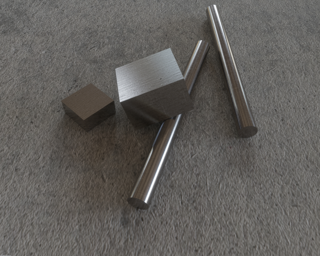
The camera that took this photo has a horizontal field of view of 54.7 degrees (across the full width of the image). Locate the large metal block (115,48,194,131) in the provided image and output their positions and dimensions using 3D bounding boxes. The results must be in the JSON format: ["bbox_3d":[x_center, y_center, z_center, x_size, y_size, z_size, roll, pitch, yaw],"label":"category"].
[{"bbox_3d":[-0.009,-0.053,0.410,0.080,0.050,0.080,-20,42,4],"label":"large metal block"}]

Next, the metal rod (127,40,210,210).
[{"bbox_3d":[0.024,-0.027,0.426,0.025,0.025,0.300,15,51,11],"label":"metal rod"}]

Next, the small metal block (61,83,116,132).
[{"bbox_3d":[-0.098,-0.029,0.426,0.050,0.025,0.050,37,59,26],"label":"small metal block"}]

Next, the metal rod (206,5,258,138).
[{"bbox_3d":[0.107,-0.109,0.496,0.025,0.025,0.300,-2,50,-2],"label":"metal rod"}]
